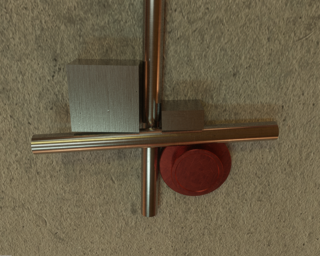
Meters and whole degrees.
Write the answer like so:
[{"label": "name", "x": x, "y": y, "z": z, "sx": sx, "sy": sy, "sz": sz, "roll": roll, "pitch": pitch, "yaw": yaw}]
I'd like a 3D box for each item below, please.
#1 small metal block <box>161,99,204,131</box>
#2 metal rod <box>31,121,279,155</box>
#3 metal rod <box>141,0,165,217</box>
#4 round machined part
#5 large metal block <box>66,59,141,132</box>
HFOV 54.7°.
[{"label": "small metal block", "x": 0.027, "y": -0.018, "z": 0.392, "sx": 0.050, "sy": 0.050, "sz": 0.025, "roll": -1, "pitch": 110, "yaw": 0}, {"label": "metal rod", "x": -0.003, "y": 0.012, "z": 0.389, "sx": 0.302, "sy": 0.025, "sz": 0.025, "roll": -3, "pitch": 110, "yaw": -4}, {"label": "metal rod", "x": -0.011, "y": -0.016, "z": 0.405, "sx": 0.025, "sy": 0.025, "sz": 0.298, "roll": 1, "pitch": 110, "yaw": -1}, {"label": "round machined part", "x": 0.048, "y": 0.052, "z": 0.421, "sx": 0.099, "sy": 0.042, "sz": 0.097, "roll": 0, "pitch": 110, "yaw": -1}, {"label": "large metal block", "x": -0.065, "y": -0.041, "z": 0.381, "sx": 0.081, "sy": 0.050, "sz": 0.079, "roll": 1, "pitch": 110, "yaw": -1}]
